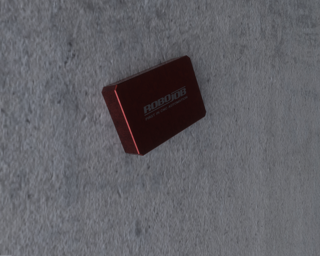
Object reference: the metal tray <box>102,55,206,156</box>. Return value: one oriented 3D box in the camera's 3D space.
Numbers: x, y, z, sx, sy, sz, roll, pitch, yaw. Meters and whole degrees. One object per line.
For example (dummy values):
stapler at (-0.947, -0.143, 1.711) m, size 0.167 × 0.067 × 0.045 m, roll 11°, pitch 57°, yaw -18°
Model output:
metal tray at (-0.001, -0.032, 0.402) m, size 0.131 × 0.030 × 0.090 m, roll -31°, pitch 109°, yaw -36°
